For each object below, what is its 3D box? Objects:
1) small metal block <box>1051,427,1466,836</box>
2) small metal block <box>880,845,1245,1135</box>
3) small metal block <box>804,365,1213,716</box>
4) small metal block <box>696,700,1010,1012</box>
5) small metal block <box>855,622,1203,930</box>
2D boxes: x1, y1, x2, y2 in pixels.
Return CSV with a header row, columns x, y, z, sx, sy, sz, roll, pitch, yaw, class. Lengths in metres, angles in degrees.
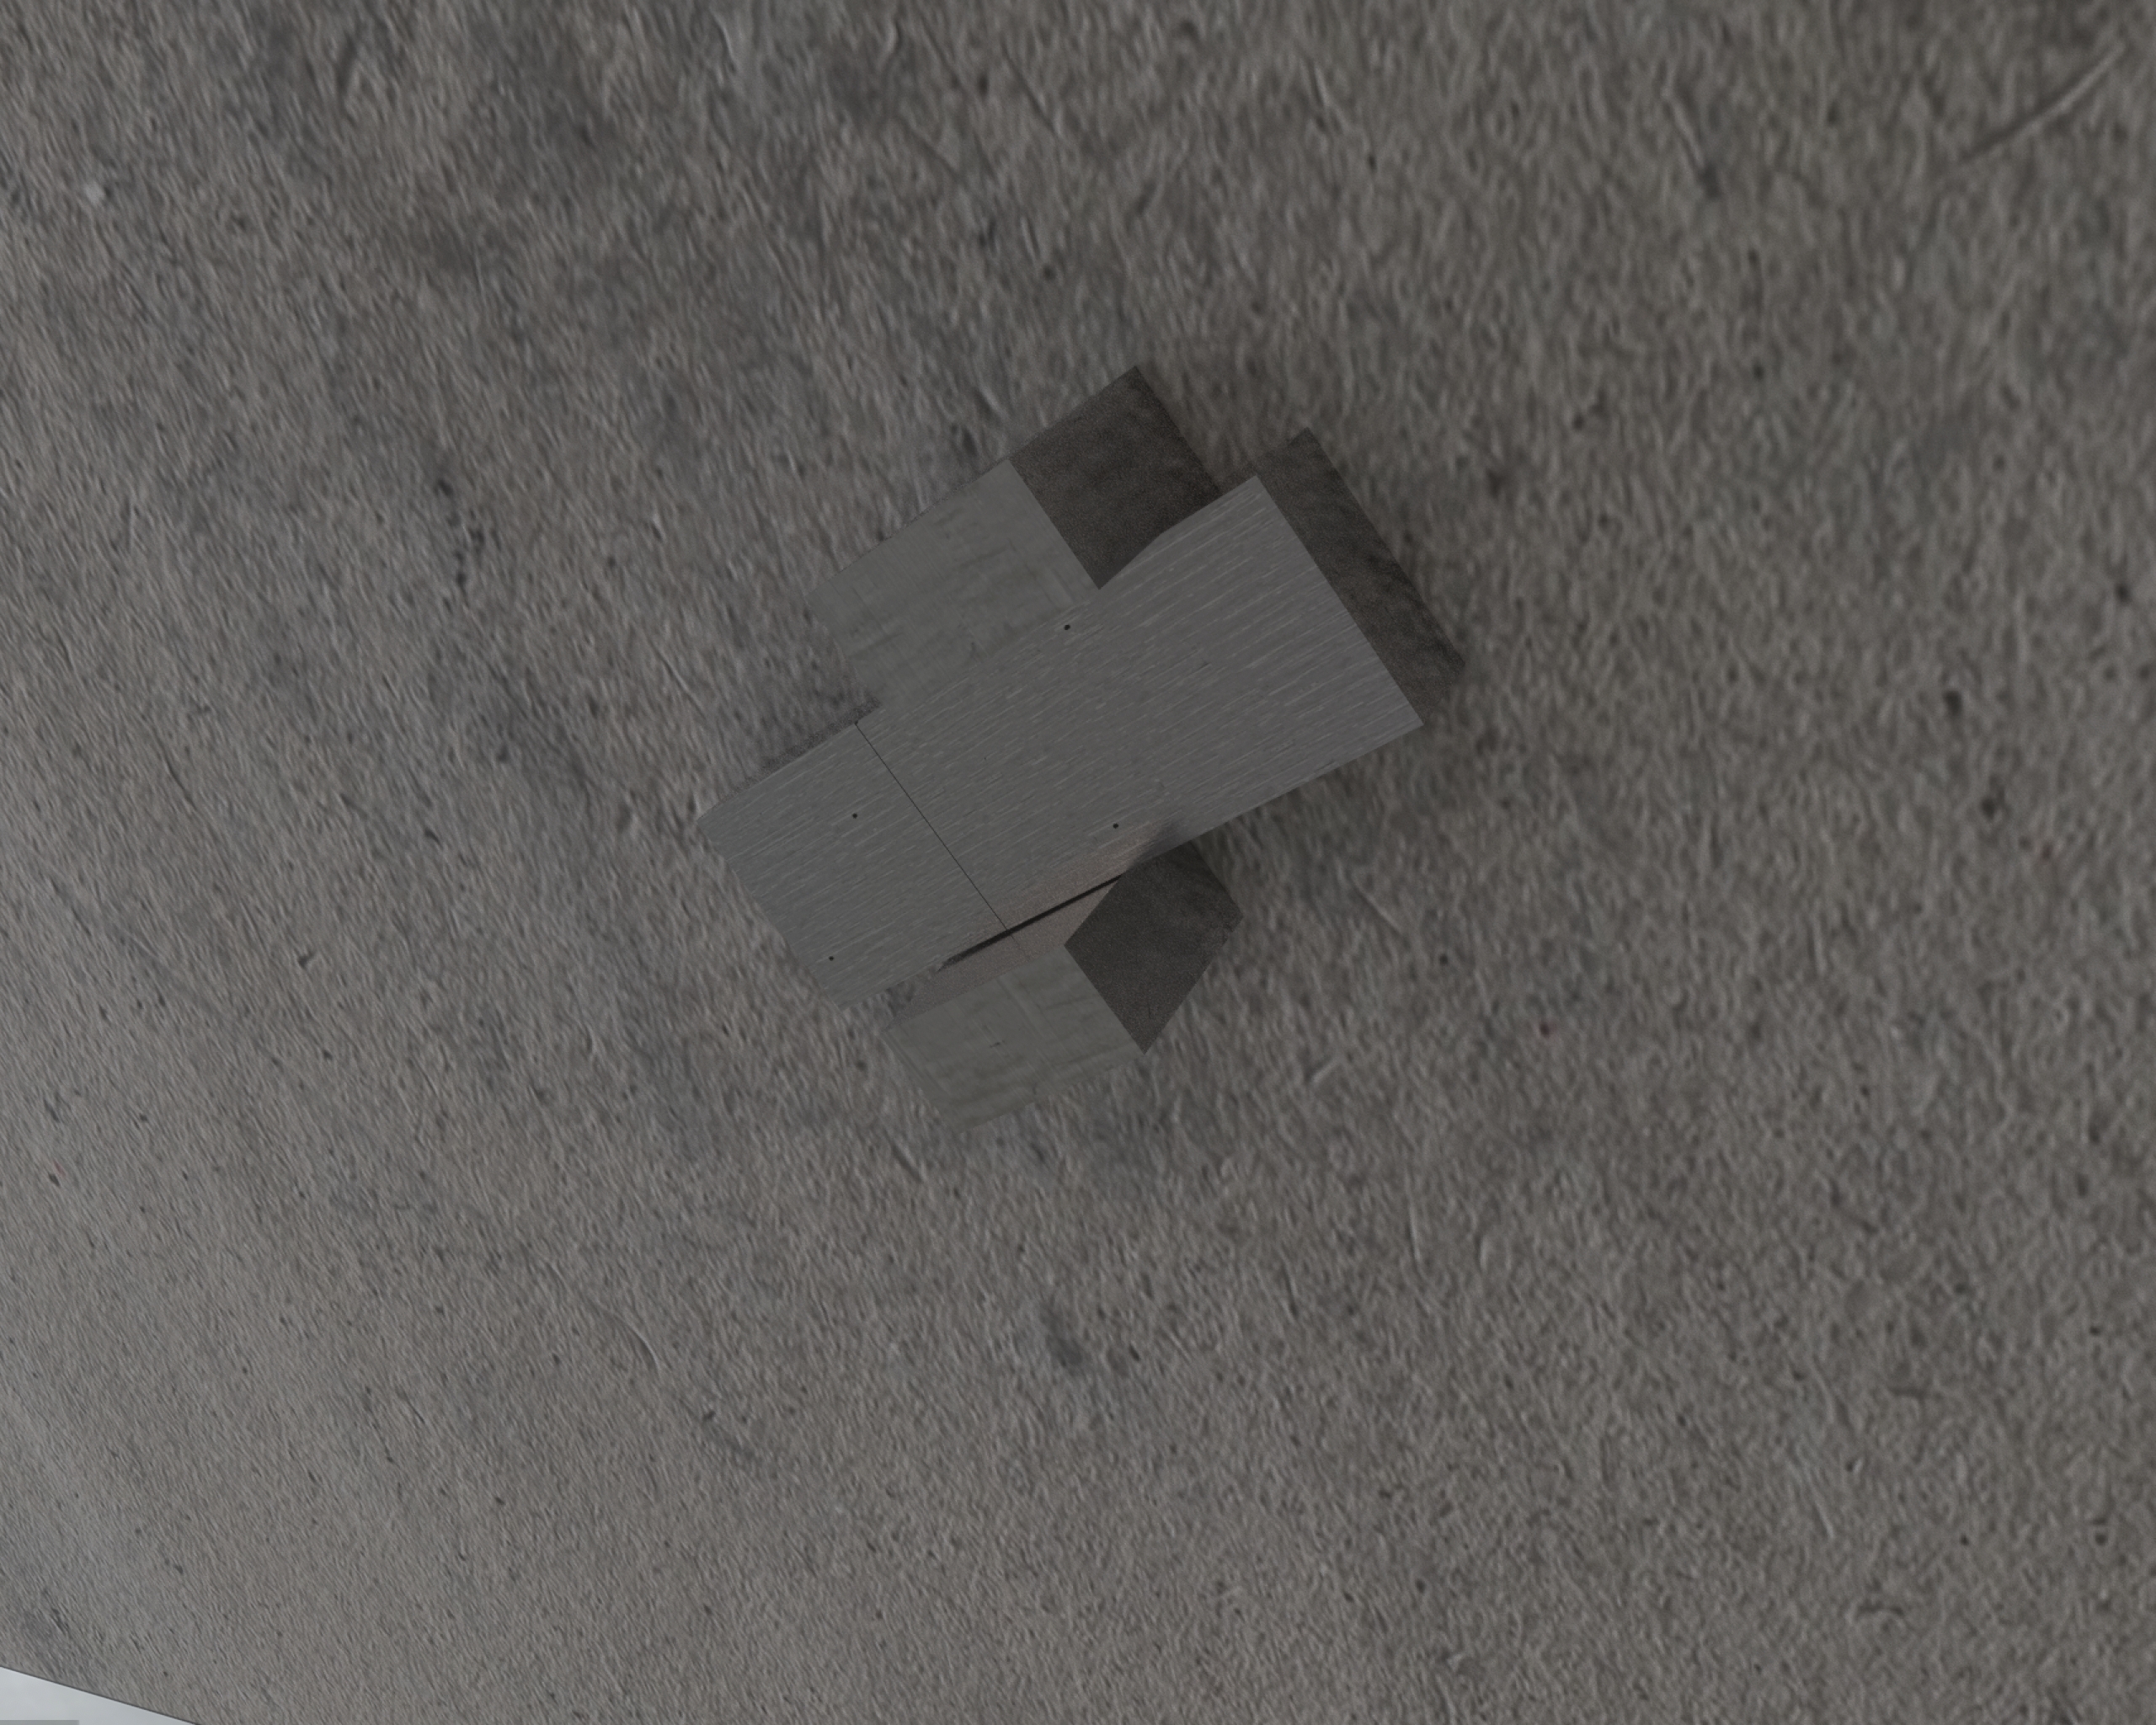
x,y,z,sx,sy,sz,roll,pitch,yaw,class
0.031,-0.040,0.366,0.050,0.025,0.050,-27,104,37,small metal block
-0.002,0.022,0.406,0.050,0.050,0.025,-27,103,37,small metal block
-0.011,-0.056,0.362,0.050,0.050,0.025,-27,104,37,small metal block
-0.041,-0.004,0.426,0.050,0.025,0.050,-27,104,37,small metal block
-0.005,-0.022,0.396,0.050,0.025,0.050,-27,104,37,small metal block
